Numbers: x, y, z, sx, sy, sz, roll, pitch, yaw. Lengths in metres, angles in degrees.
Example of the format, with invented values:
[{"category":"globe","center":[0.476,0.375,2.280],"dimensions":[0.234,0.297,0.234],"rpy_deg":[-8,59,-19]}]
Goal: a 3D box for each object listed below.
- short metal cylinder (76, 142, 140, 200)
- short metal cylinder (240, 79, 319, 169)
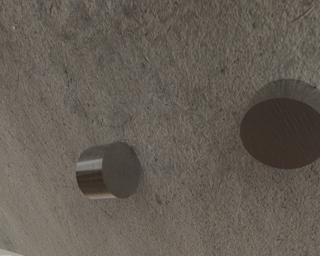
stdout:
[{"category":"short metal cylinder","center":[-0.073,0.063,0.449],"dimensions":[0.050,0.080,0.080],"rpy_deg":[-12,112,33]},{"category":"short metal cylinder","center":[0.129,-0.005,0.320],"dimensions":[0.080,0.050,0.079],"rpy_deg":[13,124,21]}]
